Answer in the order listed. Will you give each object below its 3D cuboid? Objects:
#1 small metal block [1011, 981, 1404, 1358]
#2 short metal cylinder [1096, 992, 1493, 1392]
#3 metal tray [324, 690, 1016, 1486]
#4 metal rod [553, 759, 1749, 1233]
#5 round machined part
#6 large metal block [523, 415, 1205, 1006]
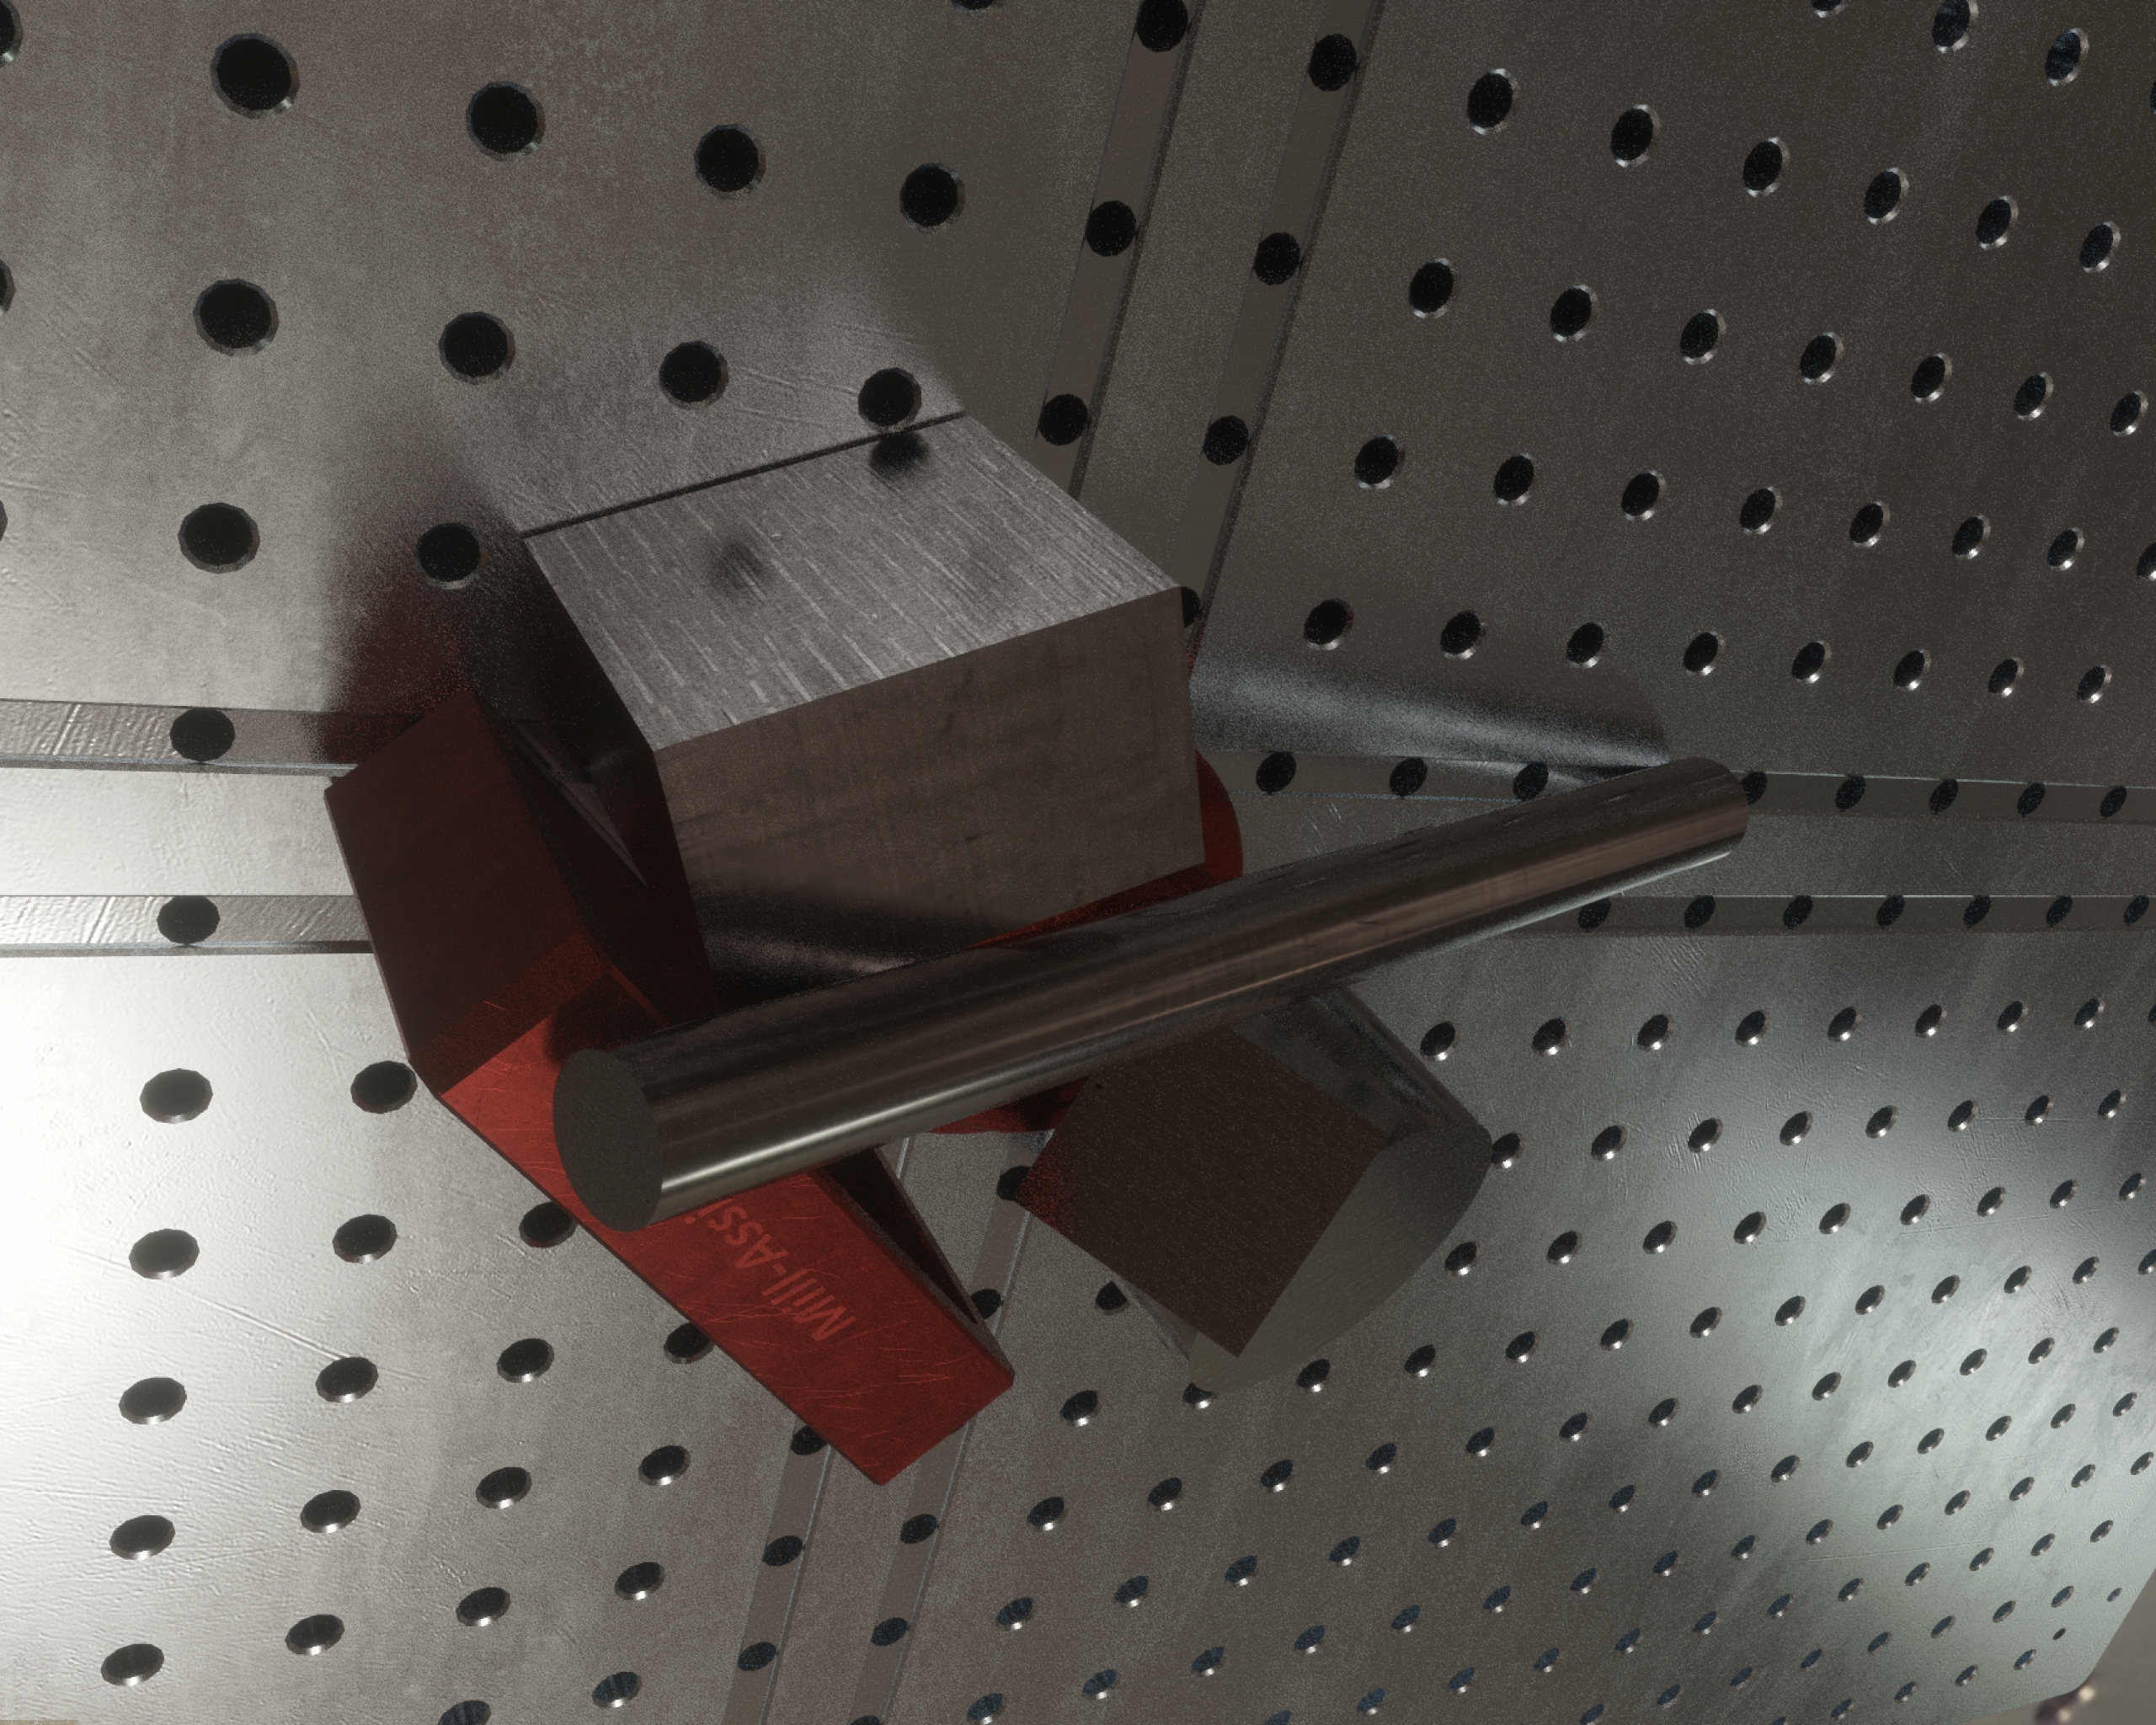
[{"bbox_3d":[0.024,0.054,0.387,0.050,0.050,0.025,-58,170,11],"label":"small metal block"},{"bbox_3d":[0.041,0.067,0.445,0.081,0.050,0.080,-29,147,-21],"label":"short metal cylinder"},{"bbox_3d":[-0.068,0.040,0.357,0.030,0.090,0.130,-38,130,-3],"label":"metal tray"},{"bbox_3d":[0.042,0.012,0.382,0.302,0.025,0.025,-13,127,-45],"label":"metal rod"},{"bbox_3d":[-0.010,0.014,0.408,0.099,0.042,0.097,-14,125,-21],"label":"round machined part"},{"bbox_3d":[-0.035,-0.027,0.339,0.081,0.080,0.050,-20,126,-17],"label":"large metal block"}]
